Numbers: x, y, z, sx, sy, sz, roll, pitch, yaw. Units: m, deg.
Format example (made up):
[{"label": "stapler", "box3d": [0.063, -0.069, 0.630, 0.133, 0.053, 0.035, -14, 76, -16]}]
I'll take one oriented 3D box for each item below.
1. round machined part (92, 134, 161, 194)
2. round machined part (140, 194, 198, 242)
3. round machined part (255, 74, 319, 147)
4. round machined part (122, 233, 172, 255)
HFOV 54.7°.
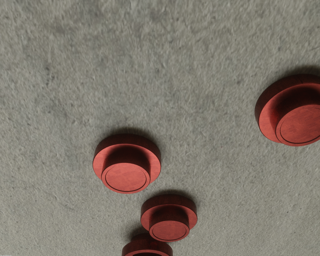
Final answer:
[{"label": "round machined part", "box3d": [-0.047, 0.058, 0.445, 0.099, 0.042, 0.097, -1, 130, 0]}, {"label": "round machined part", "box3d": [0.016, 0.160, 0.533, 0.099, 0.042, 0.097, -1, 130, 0]}, {"label": "round machined part", "box3d": [0.173, -0.015, 0.386, 0.099, 0.042, 0.097, -1, 130, 0]}, {"label": "round machined part", "box3d": [-0.024, 0.240, 0.601, 0.099, 0.042, 0.097, -1, 130, 0]}]
